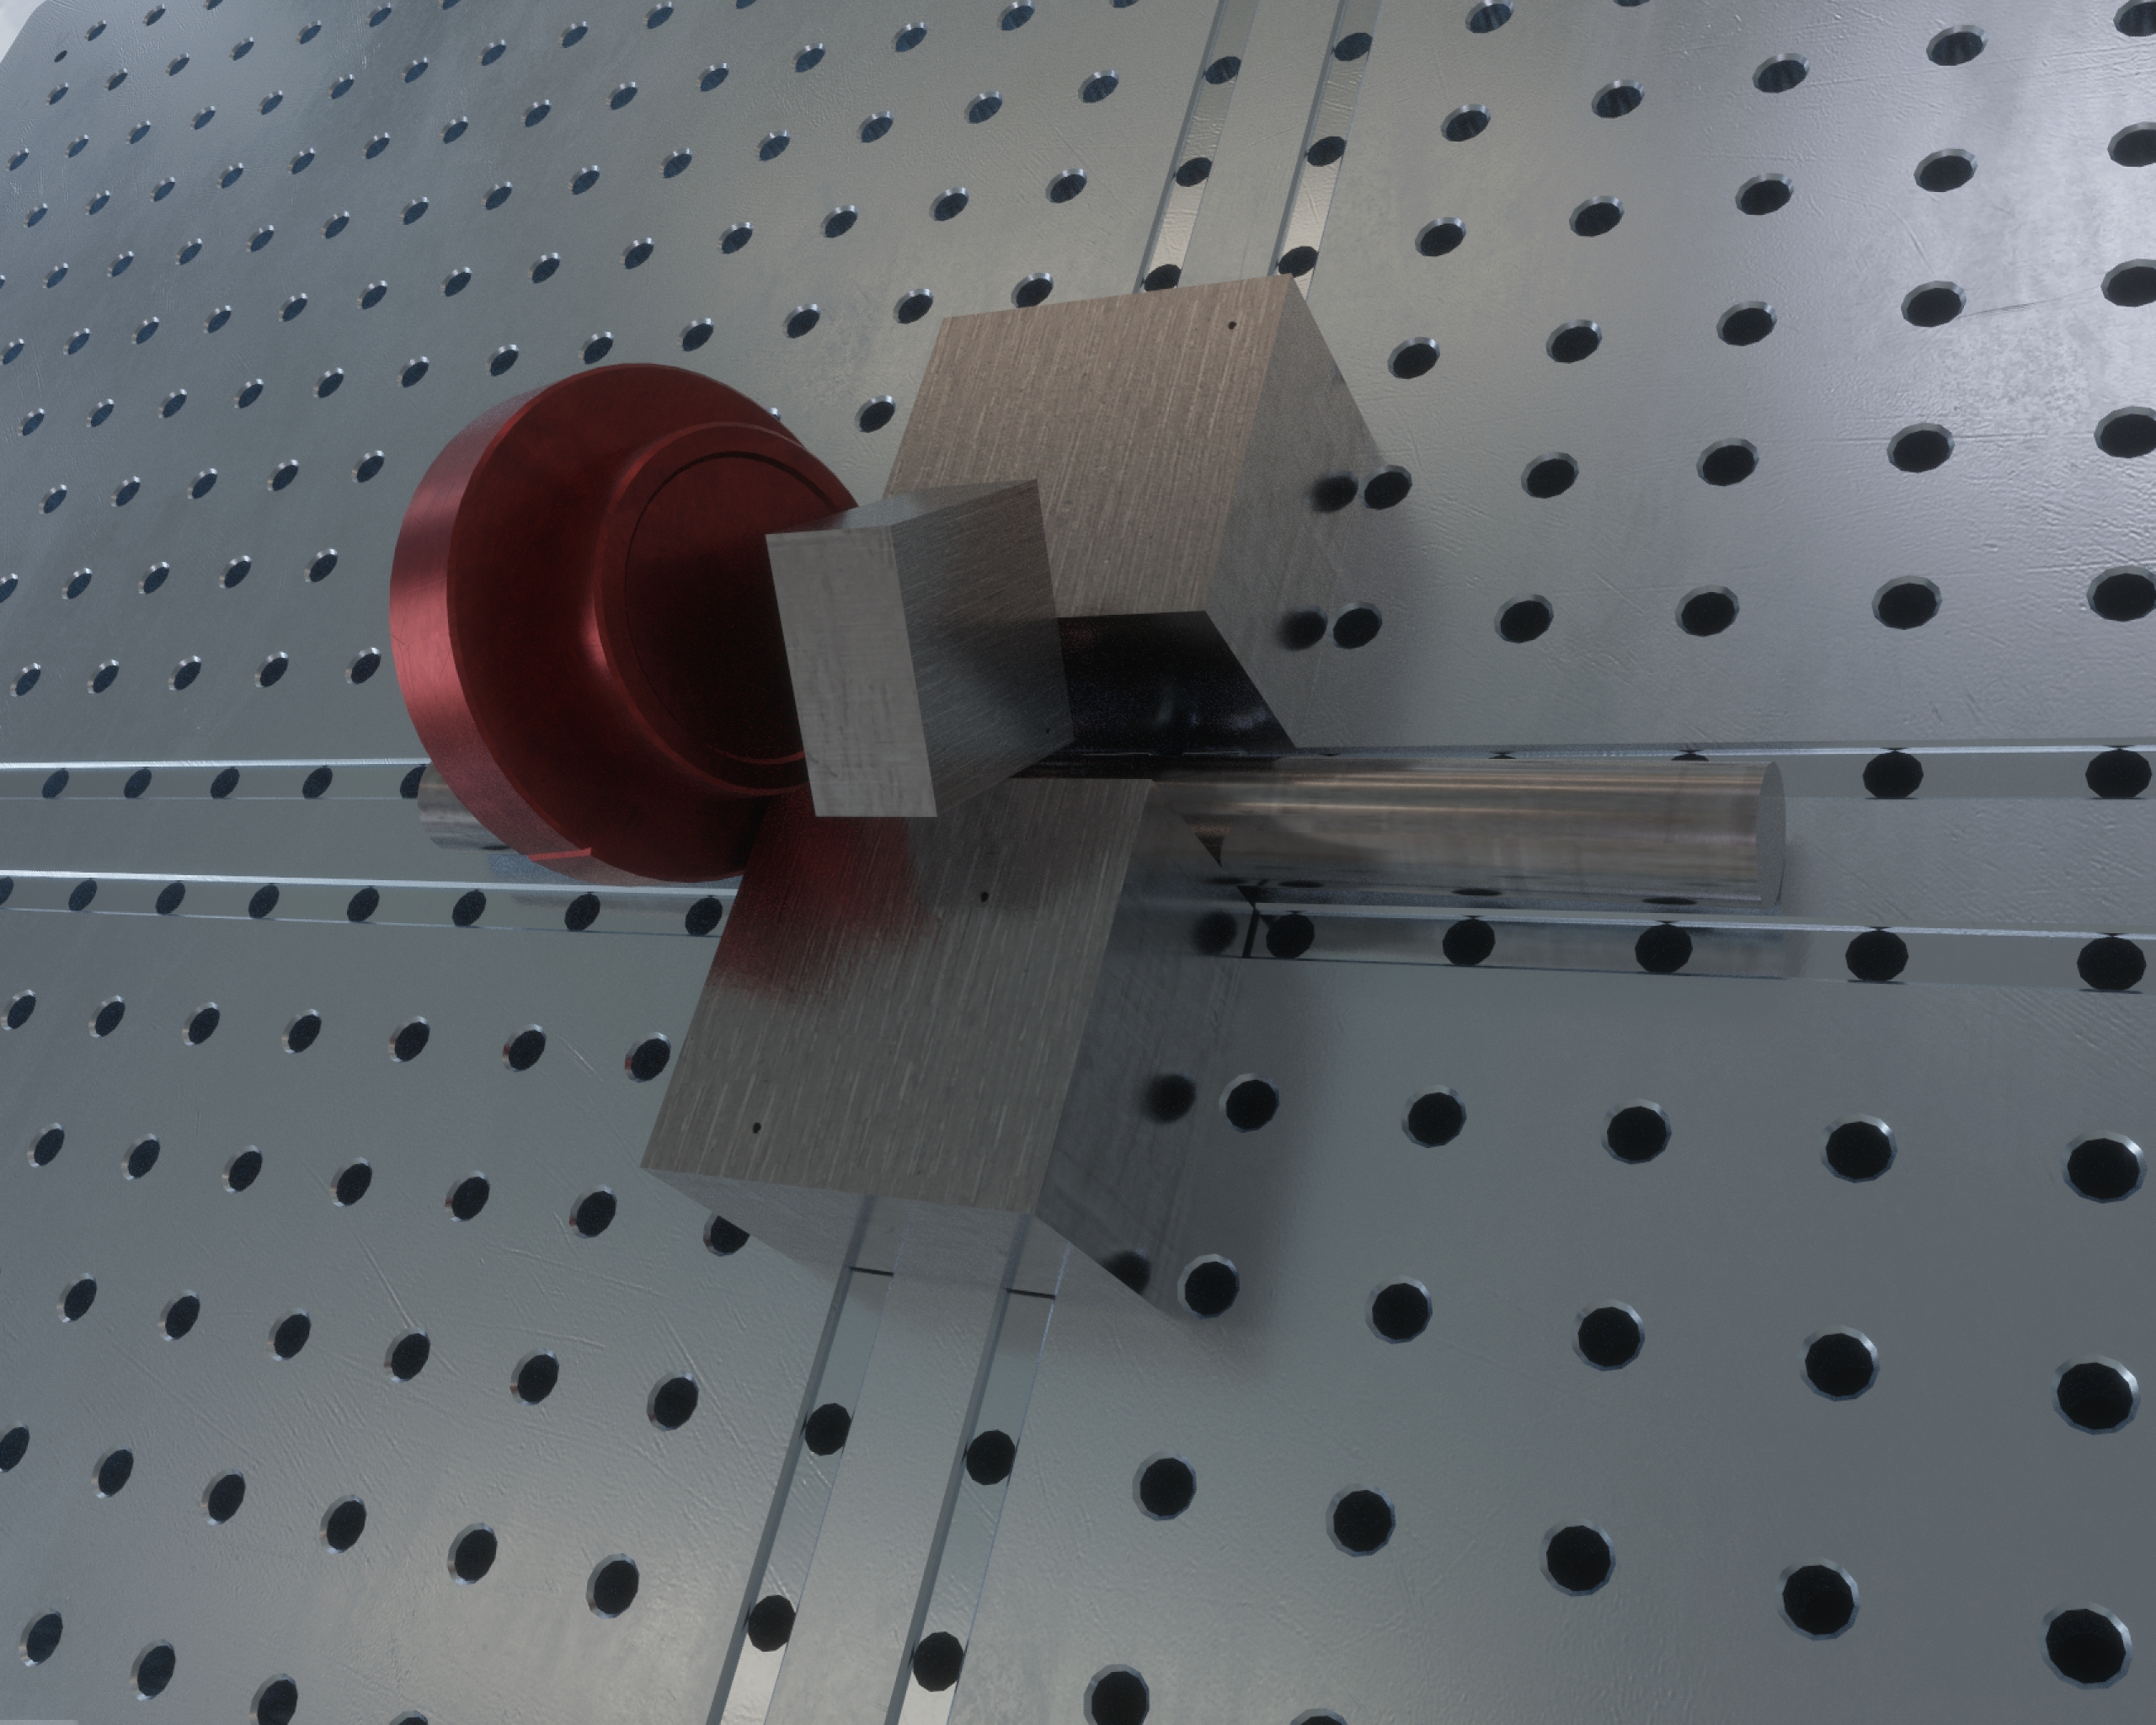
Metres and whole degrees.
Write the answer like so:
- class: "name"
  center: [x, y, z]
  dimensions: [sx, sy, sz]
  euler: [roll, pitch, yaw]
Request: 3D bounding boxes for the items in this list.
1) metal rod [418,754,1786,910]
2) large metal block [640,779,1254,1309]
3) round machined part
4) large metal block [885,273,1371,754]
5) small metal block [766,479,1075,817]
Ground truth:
- class: "metal rod"
  center: [-0.015, -0.010, 0.422]
  dimensions: [0.300, 0.025, 0.025]
  euler: [2, 63, 29]
- class: "large metal block"
  center: [-0.022, 0.031, 0.385]
  dimensions: [0.080, 0.050, 0.080]
  euler: [1, 62, 29]
- class: "round machined part"
  center: [-0.073, -0.045, 0.390]
  dimensions: [0.042, 0.098, 0.098]
  euler: [-4, 59, 43]
- class: "large metal block"
  center: [0.008, -0.069, 0.431]
  dimensions: [0.080, 0.050, 0.080]
  euler: [1, 62, 28]
- class: "small metal block"
  center: [-0.027, -0.039, 0.374]
  dimensions: [0.025, 0.050, 0.050]
  euler: [1, 18, 29]
